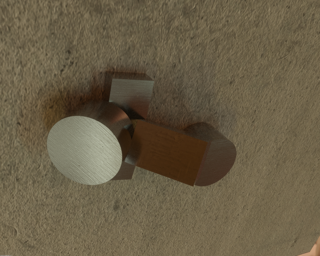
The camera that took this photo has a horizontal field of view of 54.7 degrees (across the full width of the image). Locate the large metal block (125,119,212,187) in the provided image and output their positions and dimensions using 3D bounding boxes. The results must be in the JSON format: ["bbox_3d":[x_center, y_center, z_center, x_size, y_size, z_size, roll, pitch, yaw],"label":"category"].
[{"bbox_3d":[0.014,0.027,0.374,0.080,0.080,0.050,1,107,-77],"label":"large metal block"}]

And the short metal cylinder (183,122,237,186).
[{"bbox_3d":[0.063,0.038,0.452,0.081,0.050,0.079,-14,125,-21],"label":"short metal cylinder"}]

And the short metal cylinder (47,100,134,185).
[{"bbox_3d":[-0.073,0.015,0.339,0.080,0.050,0.079,4,114,9],"label":"short metal cylinder"}]

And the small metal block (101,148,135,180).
[{"bbox_3d":[-0.059,0.040,0.402,0.050,0.025,0.050,3,117,-30],"label":"small metal block"}]

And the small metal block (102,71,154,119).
[{"bbox_3d":[-0.039,-0.038,0.364,0.050,0.025,0.050,-1,119,-28],"label":"small metal block"}]
